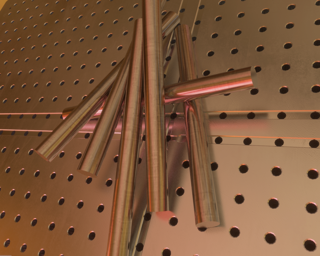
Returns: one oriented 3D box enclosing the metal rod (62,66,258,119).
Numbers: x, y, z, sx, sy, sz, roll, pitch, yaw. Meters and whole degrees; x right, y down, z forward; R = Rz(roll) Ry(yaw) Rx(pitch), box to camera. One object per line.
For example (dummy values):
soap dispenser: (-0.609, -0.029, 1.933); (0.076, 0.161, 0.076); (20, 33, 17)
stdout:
metal rod: (-0.022, -0.038, 0.420); (0.300, 0.025, 0.025); (-8, 58, 32)

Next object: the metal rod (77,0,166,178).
metal rod: (-0.043, -0.076, 0.426); (0.025, 0.025, 0.300); (4, 62, 30)

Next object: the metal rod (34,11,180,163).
metal rod: (-0.062, -0.073, 0.449); (0.025, 0.025, 0.301); (20, 60, 35)

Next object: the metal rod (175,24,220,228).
metal rod: (0.042, -0.026, 0.402); (0.025, 0.025, 0.300); (-16, 55, 19)

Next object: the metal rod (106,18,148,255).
metal rod: (-0.035, 0.002, 0.384); (0.025, 0.025, 0.299); (-3, 74, 27)

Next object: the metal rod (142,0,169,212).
metal rod: (-0.007, -0.052, 0.381); (0.025, 0.025, 0.299); (-7, 78, 25)
